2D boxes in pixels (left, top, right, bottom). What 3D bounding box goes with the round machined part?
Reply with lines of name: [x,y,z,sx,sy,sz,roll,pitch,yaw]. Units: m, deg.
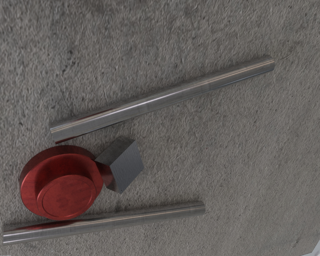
round machined part: [-0.116,0.073,0.378,0.099,0.042,0.097,-14,124,-21]

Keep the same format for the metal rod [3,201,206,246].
metal rod: [-0.062,0.135,0.456,0.303,0.025,0.025,1,118,-29]

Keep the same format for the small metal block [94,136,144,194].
small metal block: [-0.050,0.046,0.394,0.050,0.025,0.050,-47,137,-37]

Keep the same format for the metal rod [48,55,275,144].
metal rod: [0.016,-0.042,0.389,0.302,0.025,0.025,-20,126,-17]
